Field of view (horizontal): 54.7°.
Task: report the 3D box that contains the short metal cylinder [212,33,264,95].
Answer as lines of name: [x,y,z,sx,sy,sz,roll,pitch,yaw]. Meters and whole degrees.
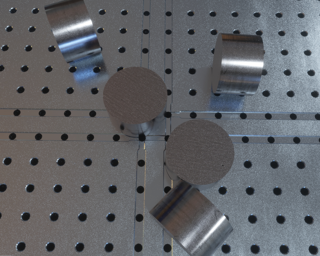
short metal cylinder: [0.101,-0.085,0.415,0.050,0.080,0.080,4,70,1]

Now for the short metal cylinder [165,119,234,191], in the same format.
short metal cylinder: [0.047,0.035,0.386,0.081,0.050,0.080,0,70,0]

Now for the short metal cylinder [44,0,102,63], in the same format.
short metal cylinder: [-0.119,-0.136,0.431,0.050,0.080,0.080,-20,72,-7]

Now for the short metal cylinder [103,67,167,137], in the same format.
short metal cylinder: [-0.031,-0.034,0.410,0.081,0.050,0.080,0,70,-1]

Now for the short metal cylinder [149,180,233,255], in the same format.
short metal cylinder: [0.034,0.104,0.345,0.080,0.080,0.050,43,75,13]
